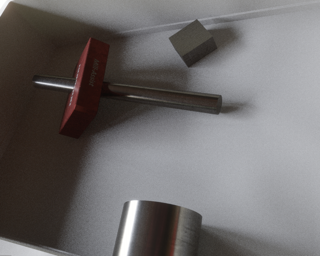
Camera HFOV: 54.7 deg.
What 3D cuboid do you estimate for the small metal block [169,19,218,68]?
[{"bbox_3d":[0.048,-0.125,0.456,0.050,0.025,0.050,-32,52,6],"label":"small metal block"}]

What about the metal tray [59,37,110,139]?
[{"bbox_3d":[-0.114,-0.059,0.466,0.090,0.030,0.130,-40,39,50],"label":"metal tray"}]

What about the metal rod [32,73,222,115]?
[{"bbox_3d":[-0.062,-0.053,0.444,0.301,0.025,0.025,10,67,23],"label":"metal rod"}]

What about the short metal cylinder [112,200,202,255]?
[{"bbox_3d":[-0.001,0.107,0.304,0.080,0.080,0.050,-3,60,26],"label":"short metal cylinder"}]
